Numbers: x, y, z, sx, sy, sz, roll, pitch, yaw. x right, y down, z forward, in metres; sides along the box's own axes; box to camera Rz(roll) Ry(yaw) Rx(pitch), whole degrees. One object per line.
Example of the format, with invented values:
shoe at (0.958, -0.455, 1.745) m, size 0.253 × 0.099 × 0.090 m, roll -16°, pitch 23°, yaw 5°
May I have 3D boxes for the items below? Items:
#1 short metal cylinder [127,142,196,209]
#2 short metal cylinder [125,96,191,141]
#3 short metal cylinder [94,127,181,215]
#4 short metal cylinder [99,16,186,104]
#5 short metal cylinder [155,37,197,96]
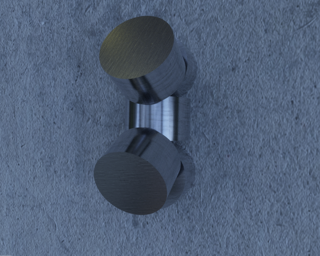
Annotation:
short metal cylinder at (0.000, 0.058, 0.397) m, size 0.080 × 0.050 × 0.080 m, roll 0°, pitch 90°, yaw 20°
short metal cylinder at (-0.003, -0.011, 0.383) m, size 0.080 × 0.080 × 0.050 m, roll 2°, pitch 91°, yaw 20°
short metal cylinder at (-0.023, 0.046, 0.335) m, size 0.080 × 0.050 × 0.079 m, roll 9°, pitch 121°, yaw 16°
short metal cylinder at (-0.017, -0.072, 0.334) m, size 0.080 × 0.050 × 0.080 m, roll -8°, pitch 62°, yaw 15°
short metal cylinder at (0.003, -0.077, 0.396) m, size 0.080 × 0.050 × 0.080 m, roll 0°, pitch 90°, yaw 20°
